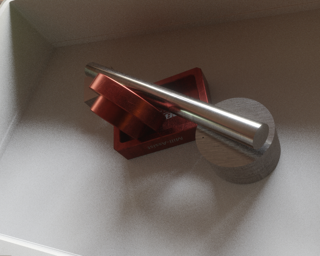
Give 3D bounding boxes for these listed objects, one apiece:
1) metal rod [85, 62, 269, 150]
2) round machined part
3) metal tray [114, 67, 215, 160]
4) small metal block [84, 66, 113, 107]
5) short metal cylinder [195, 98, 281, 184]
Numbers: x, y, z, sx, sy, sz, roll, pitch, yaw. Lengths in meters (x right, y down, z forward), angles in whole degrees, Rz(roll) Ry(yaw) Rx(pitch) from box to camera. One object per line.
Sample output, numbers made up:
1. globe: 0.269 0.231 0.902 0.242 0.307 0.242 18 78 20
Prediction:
1. metal rod: -0.008 -0.041 0.379 0.300 0.025 0.025 27 76 43
2. round machined part: -0.045 -0.021 0.375 0.098 0.098 0.042 31 87 37
3. metal tray: 0.003 -0.019 0.408 0.130 0.030 0.090 -17 55 17
4. small metal block: -0.091 -0.062 0.488 0.050 0.025 0.050 -20 54 16
5. short metal cylinder: 0.085 0.014 0.334 0.080 0.050 0.080 -13 56 20
